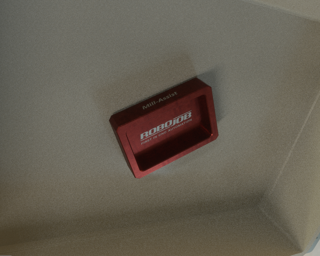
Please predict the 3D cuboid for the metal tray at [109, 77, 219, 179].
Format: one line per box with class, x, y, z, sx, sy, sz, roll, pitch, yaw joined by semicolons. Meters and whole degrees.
metal tray;0.010;0.000;0.406;0.131;0.030;0.090;-26;128;-13
